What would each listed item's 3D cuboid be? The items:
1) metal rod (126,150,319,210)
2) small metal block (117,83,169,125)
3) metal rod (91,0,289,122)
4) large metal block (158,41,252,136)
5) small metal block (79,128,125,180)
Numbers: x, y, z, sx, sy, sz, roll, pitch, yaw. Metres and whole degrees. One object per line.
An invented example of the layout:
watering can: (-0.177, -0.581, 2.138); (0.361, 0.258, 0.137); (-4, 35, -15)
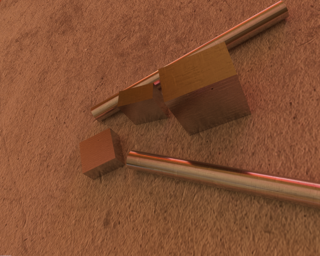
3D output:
metal rod: (0.093, 0.056, 0.319); (0.300, 0.025, 0.025); (7, 65, 30)
small metal block: (-0.021, -0.031, 0.417); (0.050, 0.050, 0.025); (-12, 57, 21)
metal rod: (0.035, -0.090, 0.439); (0.301, 0.025, 0.025); (-28, 52, 10)
large metal block: (0.054, -0.042, 0.365); (0.080, 0.080, 0.050); (-20, 54, 16)
small metal block: (-0.079, 0.035, 0.422); (0.050, 0.025, 0.050); (-26, 53, 11)
